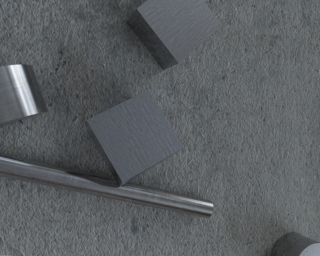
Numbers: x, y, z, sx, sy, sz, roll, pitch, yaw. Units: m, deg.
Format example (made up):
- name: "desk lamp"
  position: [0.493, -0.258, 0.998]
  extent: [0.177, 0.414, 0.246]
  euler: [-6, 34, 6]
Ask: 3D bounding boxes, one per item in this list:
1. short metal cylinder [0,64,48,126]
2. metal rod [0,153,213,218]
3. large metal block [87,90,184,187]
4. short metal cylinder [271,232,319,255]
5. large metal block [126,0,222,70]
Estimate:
- name: "short metal cylinder"
  position: [-0.164, -0.029, 0.319]
  extent: [0.081, 0.080, 0.050]
  euler: [-19, 97, -19]
- name: "metal rod"
  position: [-0.069, 0.073, 0.383]
  extent: [0.302, 0.025, 0.025]
  euler: [17, 85, -20]
- name: "large metal block"
  position: [-0.032, 0.013, 0.372]
  extent: [0.080, 0.050, 0.080]
  euler: [-29, 82, -18]
- name: "short metal cylinder"
  position: [0.220, 0.209, 0.478]
  extent: [0.081, 0.050, 0.080]
  euler: [0, 90, -20]
- name: "large metal block"
  position: [0.018, -0.135, 0.402]
  extent: [0.080, 0.050, 0.080]
  euler: [-43, 104, -15]
